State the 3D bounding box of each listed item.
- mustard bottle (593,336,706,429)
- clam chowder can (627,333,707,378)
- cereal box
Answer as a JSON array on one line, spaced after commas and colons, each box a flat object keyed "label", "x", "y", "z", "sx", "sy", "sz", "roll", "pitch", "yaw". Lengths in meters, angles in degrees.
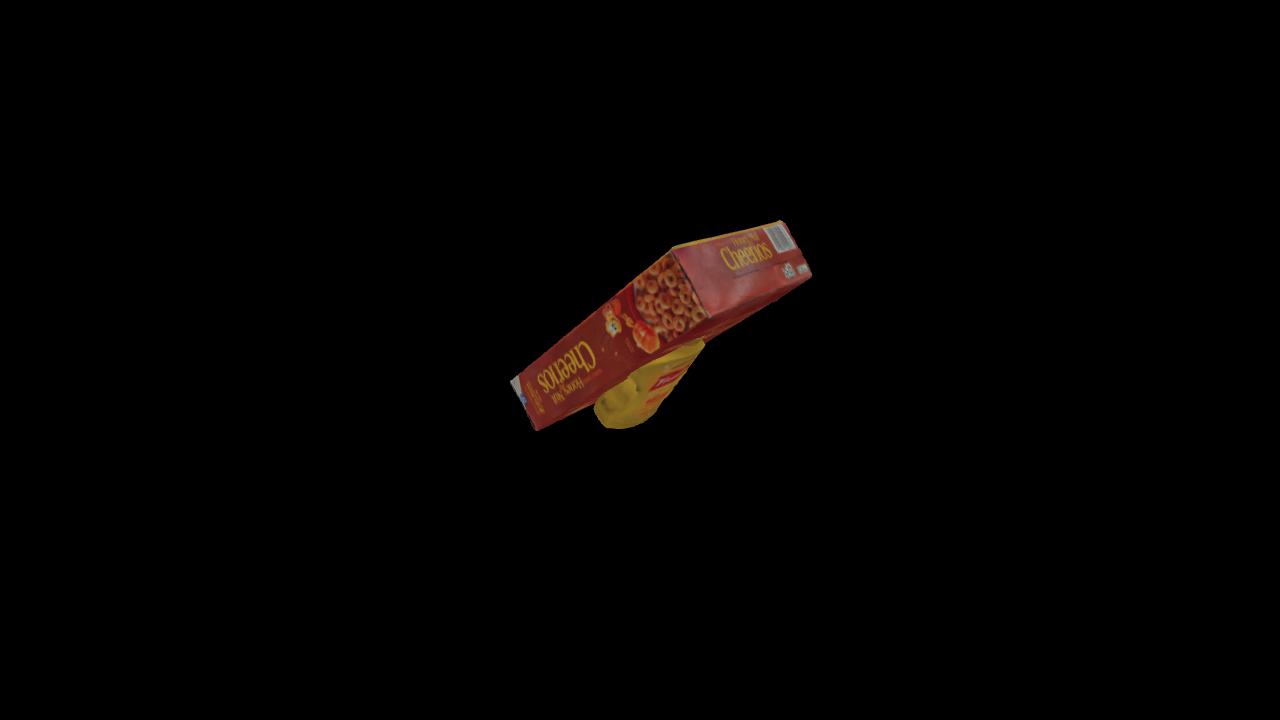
[{"label": "mustard bottle", "x": 0.020, "y": 0.001, "z": 0.642, "sx": 0.092, "sy": 0.054, "sz": 0.184, "roll": -14, "pitch": -28, "yaw": -37}, {"label": "clam chowder can", "x": 0.003, "y": -0.019, "z": 0.727, "sx": 0.068, "sy": 0.068, "sz": 0.102, "roll": 0, "pitch": 16, "yaw": 27}, {"label": "cereal box", "x": 0.014, "y": -0.033, "z": 0.685, "sx": 0.203, "sy": 0.081, "sz": 0.306, "roll": -24, "pitch": -6, "yaw": -45}]
